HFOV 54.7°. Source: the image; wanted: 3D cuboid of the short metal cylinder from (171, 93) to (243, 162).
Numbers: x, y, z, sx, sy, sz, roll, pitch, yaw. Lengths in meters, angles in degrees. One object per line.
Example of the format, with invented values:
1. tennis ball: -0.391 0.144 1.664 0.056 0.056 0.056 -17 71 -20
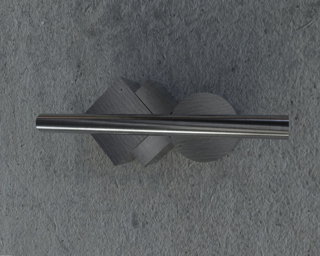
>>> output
1. short metal cylinder: 0.057 -0.001 0.376 0.080 0.050 0.080 0 90 20

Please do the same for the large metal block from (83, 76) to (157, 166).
1. large metal block: -0.045 -0.009 0.411 0.080 0.050 0.080 -44 77 14

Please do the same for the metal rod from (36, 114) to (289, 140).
1. metal rod: -0.014 -0.004 0.360 0.301 0.025 0.025 1 91 19

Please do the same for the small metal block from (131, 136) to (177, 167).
1. small metal block: -0.002 0.022 0.399 0.050 0.050 0.025 -44 77 15

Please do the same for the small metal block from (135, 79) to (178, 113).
1. small metal block: 0.002 -0.033 0.397 0.025 0.050 0.050 -44 77 15
